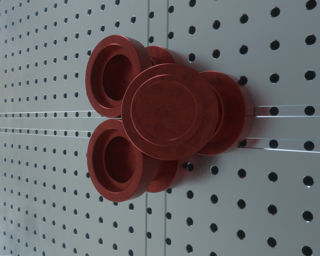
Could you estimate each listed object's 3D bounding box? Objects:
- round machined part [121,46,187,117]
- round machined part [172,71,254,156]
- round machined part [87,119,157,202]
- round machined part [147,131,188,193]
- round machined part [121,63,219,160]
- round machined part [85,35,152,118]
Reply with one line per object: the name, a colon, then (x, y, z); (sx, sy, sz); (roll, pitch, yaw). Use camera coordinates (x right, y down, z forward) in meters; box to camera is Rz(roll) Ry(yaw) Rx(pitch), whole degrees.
round machined part: (-0.015, -0.061, 0.413); (0.098, 0.042, 0.097); (0, 90, 40)
round machined part: (0.053, -0.017, 0.356); (0.098, 0.042, 0.097); (0, 90, 40)
round machined part: (-0.042, 0.038, 0.379); (0.098, 0.042, 0.097); (0, 90, 40)
round machined part: (-0.015, 0.037, 0.412); (0.098, 0.042, 0.097); (0, 90, 40)
round machined part: (0.009, -0.016, 0.309); (0.098, 0.042, 0.097); (0, 90, 8)
round machined part: (-0.045, -0.061, 0.381); (0.098, 0.042, 0.097); (0, 90, 40)
